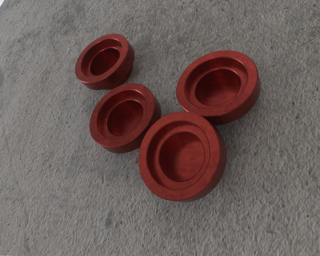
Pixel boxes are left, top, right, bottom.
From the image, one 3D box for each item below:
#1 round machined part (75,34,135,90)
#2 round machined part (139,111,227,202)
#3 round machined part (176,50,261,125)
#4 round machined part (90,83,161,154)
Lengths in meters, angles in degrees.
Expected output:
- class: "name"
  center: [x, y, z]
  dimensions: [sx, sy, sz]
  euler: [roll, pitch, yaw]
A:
- class: "round machined part"
  center: [-0.084, -0.101, 0.499]
  dimensions: [0.098, 0.042, 0.098]
  euler: [-13, 56, 21]
- class: "round machined part"
  center: [0.028, 0.033, 0.349]
  dimensions: [0.098, 0.042, 0.098]
  euler: [-10, 70, 28]
- class: "round machined part"
  center: [0.073, -0.045, 0.381]
  dimensions: [0.098, 0.042, 0.098]
  euler: [-13, 55, 20]
- class: "round machined part"
  center: [-0.043, -0.009, 0.421]
  dimensions: [0.098, 0.042, 0.098]
  euler: [-13, 56, 21]
